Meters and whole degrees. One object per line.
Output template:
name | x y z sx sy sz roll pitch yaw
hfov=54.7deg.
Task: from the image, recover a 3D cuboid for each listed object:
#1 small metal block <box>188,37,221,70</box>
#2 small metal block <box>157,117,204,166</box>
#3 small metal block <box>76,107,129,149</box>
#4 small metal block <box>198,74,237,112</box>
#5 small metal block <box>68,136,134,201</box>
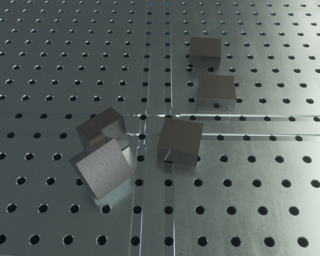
small metal block | 0.074 -0.124 0.513 0.050 0.025 0.050 5 50 4
small metal block | 0.026 0.017 0.394 0.050 0.025 0.050 10 51 7
small metal block | -0.069 0.010 0.380 0.050 0.050 0.025 -35 52 -26
small metal block | 0.082 -0.051 0.452 0.050 0.025 0.050 3 50 2
small metal block | -0.065 0.045 0.350 0.050 0.050 0.025 -36 22 -26
